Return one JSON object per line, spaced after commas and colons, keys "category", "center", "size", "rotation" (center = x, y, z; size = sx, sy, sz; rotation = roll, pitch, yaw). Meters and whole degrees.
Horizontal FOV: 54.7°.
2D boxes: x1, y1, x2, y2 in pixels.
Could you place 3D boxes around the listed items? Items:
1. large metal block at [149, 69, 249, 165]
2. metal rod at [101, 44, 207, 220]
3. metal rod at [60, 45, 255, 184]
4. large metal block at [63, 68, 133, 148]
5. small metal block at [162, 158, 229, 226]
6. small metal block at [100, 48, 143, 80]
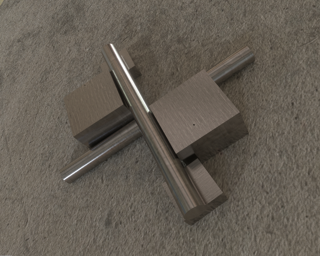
{"category": "large metal block", "center": [0.046, -0.010, 0.371], "size": [0.080, 0.050, 0.080], "rotation": [-34, 51, 6]}
{"category": "metal rod", "center": [-0.023, -0.020, 0.396], "size": [0.025, 0.025, 0.300], "rotation": [-34, 51, 6]}
{"category": "metal rod", "center": [-0.007, -0.015, 0.419], "size": [0.300, 0.025, 0.025], "rotation": [-34, 52, 6]}
{"category": "large metal block", "center": [-0.084, -0.026, 0.447], "size": [0.080, 0.050, 0.080], "rotation": [-32, 52, 7]}
{"category": "small metal block", "center": [0.038, 0.071, 0.343], "size": [0.050, 0.025, 0.050], "rotation": [-37, 51, 3]}
{"category": "small metal block", "center": [-0.063, -0.093, 0.496], "size": [0.050, 0.025, 0.050], "rotation": [-32, 52, 7]}
